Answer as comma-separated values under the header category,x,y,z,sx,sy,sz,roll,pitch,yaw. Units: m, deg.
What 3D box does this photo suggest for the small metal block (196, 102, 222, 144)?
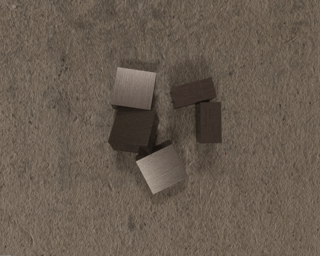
category,x,y,z,sx,sy,sz,roll,pitch,yaw
small metal block,0.062,-0.007,0.398,0.025,0.050,0.050,-1,90,0

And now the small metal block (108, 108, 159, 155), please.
category,x,y,z,sx,sy,sz,roll,pitch,yaw
small metal block,-0.032,0.004,0.394,0.050,0.025,0.050,6,62,14

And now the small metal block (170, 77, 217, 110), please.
category,x,y,z,sx,sy,sz,roll,pitch,yaw
small metal block,0.041,-0.043,0.398,0.050,0.050,0.025,-15,90,0

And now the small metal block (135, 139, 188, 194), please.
category,x,y,z,sx,sy,sz,roll,pitch,yaw
small metal block,0.002,0.050,0.405,0.050,0.025,0.050,-26,103,0

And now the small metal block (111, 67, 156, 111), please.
category,x,y,z,sx,sy,sz,roll,pitch,yaw
small metal block,-0.034,-0.048,0.405,0.050,0.025,0.050,8,80,-1
